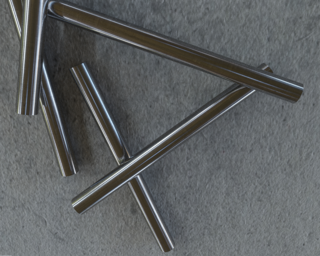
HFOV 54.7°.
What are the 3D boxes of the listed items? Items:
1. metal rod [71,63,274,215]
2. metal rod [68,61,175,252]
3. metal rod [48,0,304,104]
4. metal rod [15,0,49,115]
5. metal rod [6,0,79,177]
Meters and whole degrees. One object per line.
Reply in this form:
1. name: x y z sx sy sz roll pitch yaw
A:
1. metal rod: 0.014 0.016 0.397 0.300 0.025 0.025 -36 107 4
2. metal rod: -0.045 0.052 0.428 0.025 0.025 0.299 -21 109 7
3. metal rod: 0.019 -0.090 0.360 0.302 0.025 0.025 19 109 -1
4. metal rod: -0.131 -0.161 0.331 0.025 0.025 0.298 9 103 -4
5. metal rod: -0.149 -0.077 0.379 0.025 0.025 0.298 -9 110 3
